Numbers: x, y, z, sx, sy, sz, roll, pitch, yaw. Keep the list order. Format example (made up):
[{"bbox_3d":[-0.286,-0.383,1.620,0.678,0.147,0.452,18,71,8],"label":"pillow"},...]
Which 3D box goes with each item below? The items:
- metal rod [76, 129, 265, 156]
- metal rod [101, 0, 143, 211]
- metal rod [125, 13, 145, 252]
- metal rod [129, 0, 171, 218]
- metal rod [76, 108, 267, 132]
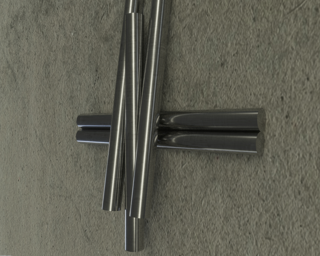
[{"bbox_3d":[-0.012,0.015,0.415,0.300,0.025,0.025,1,91,39],"label":"metal rod"},{"bbox_3d":[-0.049,-0.042,0.417,0.025,0.025,0.298,0,82,39],"label":"metal rod"},{"bbox_3d":[-0.032,0.005,0.398,0.025,0.025,0.298,0,90,39],"label":"metal rod"},{"bbox_3d":[-0.010,-0.042,0.385,0.025,0.025,0.298,0,82,39],"label":"metal rod"},{"bbox_3d":[-0.011,-0.010,0.414,0.300,0.025,0.025,1,91,39],"label":"metal rod"}]
